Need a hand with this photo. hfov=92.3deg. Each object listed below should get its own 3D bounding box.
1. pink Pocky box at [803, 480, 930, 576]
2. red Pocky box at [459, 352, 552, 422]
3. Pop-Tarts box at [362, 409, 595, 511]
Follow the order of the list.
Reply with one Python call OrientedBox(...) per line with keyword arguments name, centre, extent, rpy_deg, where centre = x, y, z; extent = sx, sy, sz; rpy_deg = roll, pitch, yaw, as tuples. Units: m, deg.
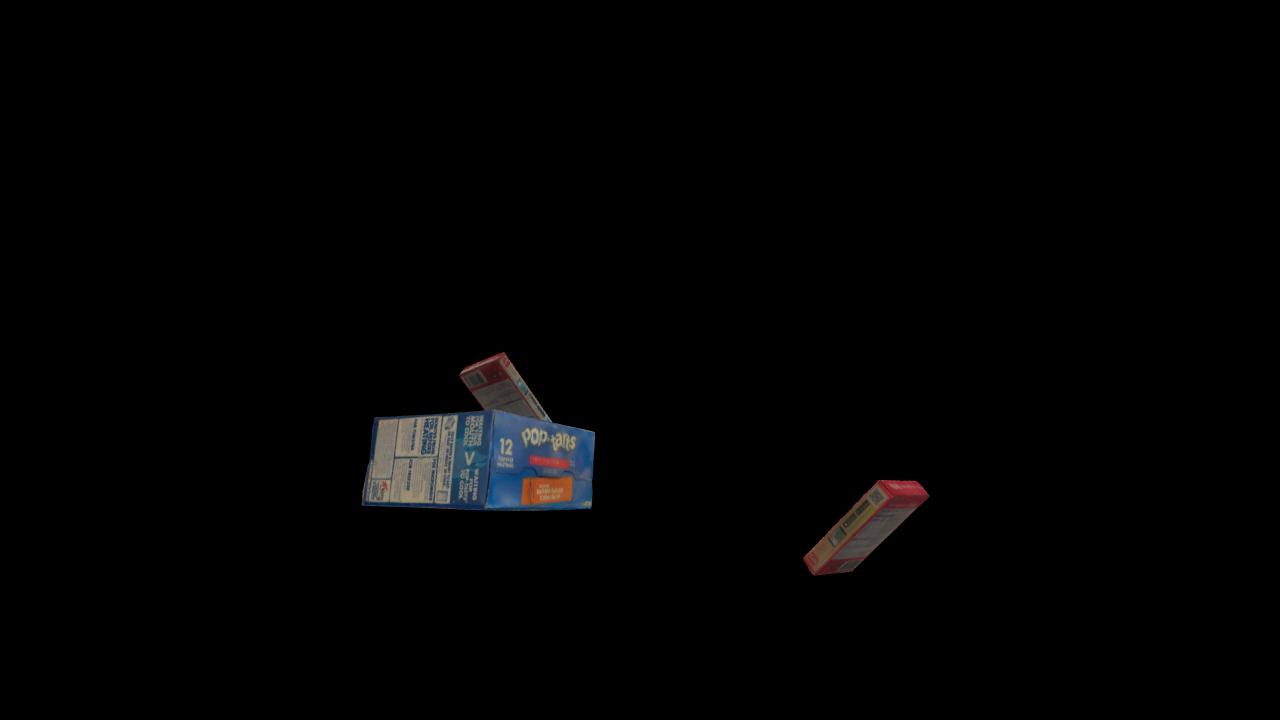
OrientedBox(name="pink Pocky box", centre=(0.279, 0.208, 0.762), extent=(0.084, 0.155, 0.029), rpy_deg=(9, 35, -36))
OrientedBox(name="red Pocky box", centre=(-0.207, 0.065, 0.965), extent=(0.083, 0.155, 0.028), rpy_deg=(-19, 25, 24))
OrientedBox(name="Pop-Tarts box", centre=(-0.145, 0.101, 0.588), extent=(0.141, 0.083, 0.167), rpy_deg=(-6, -15, 25))
